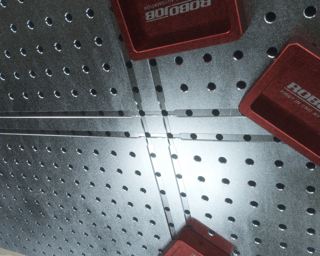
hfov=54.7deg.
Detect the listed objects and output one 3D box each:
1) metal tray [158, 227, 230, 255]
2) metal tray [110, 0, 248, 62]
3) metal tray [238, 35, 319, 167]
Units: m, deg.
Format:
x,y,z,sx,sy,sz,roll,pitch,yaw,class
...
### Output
x,y,z,sx,sy,sz,roll,pitch,yaw,class
0.047,0.233,0.525,0.090,0.030,0.129,33,129,5,metal tray
0.016,-0.126,0.320,0.130,0.030,0.089,-4,117,29,metal tray
0.159,-0.019,0.312,0.130,0.030,0.089,35,129,4,metal tray
